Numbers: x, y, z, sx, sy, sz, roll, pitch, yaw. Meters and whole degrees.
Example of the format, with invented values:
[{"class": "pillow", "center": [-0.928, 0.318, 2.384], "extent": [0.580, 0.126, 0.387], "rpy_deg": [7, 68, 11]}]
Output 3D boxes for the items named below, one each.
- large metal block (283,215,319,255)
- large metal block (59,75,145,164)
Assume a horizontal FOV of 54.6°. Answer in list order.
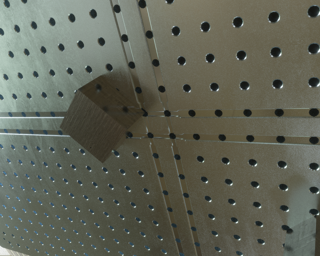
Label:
[{"class": "large metal block", "center": [0.199, 0.169, 0.375], "extent": [0.080, 0.080, 0.050], "rpy_deg": [40, 129, 1]}, {"class": "large metal block", "center": [-0.081, -0.011, 0.432], "extent": [0.080, 0.050, 0.080], "rpy_deg": [40, 129, 1]}]
